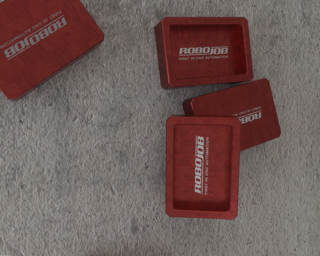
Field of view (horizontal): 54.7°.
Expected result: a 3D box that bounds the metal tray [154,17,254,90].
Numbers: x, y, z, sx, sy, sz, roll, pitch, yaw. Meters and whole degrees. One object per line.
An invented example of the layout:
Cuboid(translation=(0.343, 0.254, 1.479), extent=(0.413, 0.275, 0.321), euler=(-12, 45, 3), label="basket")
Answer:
Cuboid(translation=(0.063, -0.104, 0.429), extent=(0.131, 0.030, 0.089), euler=(-8, 93, -20), label="metal tray")

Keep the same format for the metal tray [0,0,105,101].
Cuboid(translation=(-0.142, -0.103, 0.353), extent=(0.131, 0.030, 0.090), euler=(-39, 103, -16), label="metal tray")

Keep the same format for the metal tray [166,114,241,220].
Cuboid(translation=(0.054, 0.049, 0.398), extent=(0.090, 0.030, 0.129), euler=(1, 97, 5), label="metal tray")

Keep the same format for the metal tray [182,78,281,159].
Cuboid(translation=(0.105, -0.013, 0.445), extent=(0.131, 0.030, 0.089), euler=(-17, 96, -19), label="metal tray")
